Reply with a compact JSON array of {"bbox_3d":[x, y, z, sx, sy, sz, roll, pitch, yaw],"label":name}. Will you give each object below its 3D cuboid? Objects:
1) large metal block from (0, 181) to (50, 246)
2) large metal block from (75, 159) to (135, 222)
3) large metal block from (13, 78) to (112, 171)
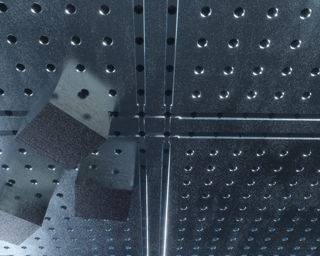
[{"bbox_3d":[-0.246,0.144,0.514,0.080,0.050,0.080,34,122,-26],"label":"large metal block"},{"bbox_3d":[-0.085,0.097,0.477,0.081,0.050,0.079,7,130,-7],"label":"large metal block"},{"bbox_3d":[-0.120,-0.002,0.392,0.080,0.050,0.080,37,121,-27],"label":"large metal block"}]
